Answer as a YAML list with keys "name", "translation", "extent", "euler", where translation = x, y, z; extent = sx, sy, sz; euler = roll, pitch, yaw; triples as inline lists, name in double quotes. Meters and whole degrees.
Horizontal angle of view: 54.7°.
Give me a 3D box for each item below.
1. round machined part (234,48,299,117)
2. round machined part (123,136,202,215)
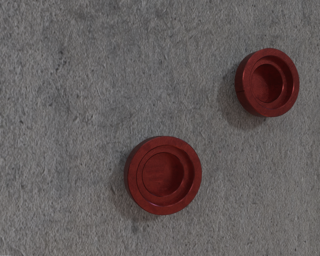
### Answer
- name: "round machined part"
  translation: [0.151, -0.064, 0.455]
  extent: [0.099, 0.042, 0.097]
  euler: [0, 90, -20]
- name: "round machined part"
  translation: [0.001, 0.058, 0.400]
  extent: [0.099, 0.042, 0.097]
  euler: [0, 90, -20]
